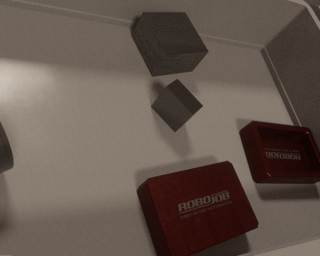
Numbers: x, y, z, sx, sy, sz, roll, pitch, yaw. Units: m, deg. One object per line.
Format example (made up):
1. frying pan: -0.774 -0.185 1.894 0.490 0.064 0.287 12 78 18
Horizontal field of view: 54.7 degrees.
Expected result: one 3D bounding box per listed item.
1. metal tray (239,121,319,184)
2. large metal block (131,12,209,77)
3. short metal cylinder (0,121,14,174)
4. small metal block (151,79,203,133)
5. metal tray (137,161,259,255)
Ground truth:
1. metal tray: 0.195 0.040 0.485 0.131 0.030 0.090 5 59 -26
2. large metal block: 0.014 -0.130 0.479 0.081 0.050 0.080 -14 69 -34
3. short metal cylinder: -0.173 0.011 0.271 0.050 0.080 0.080 -27 77 -37
4. small metal block: 0.022 -0.030 0.421 0.050 0.050 0.025 47 51 4
5. metal tray: 0.047 0.095 0.371 0.131 0.030 0.090 -7 65 -32
